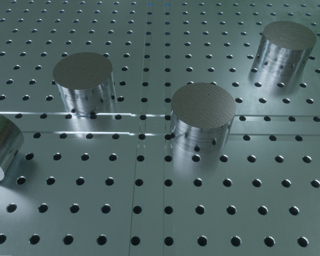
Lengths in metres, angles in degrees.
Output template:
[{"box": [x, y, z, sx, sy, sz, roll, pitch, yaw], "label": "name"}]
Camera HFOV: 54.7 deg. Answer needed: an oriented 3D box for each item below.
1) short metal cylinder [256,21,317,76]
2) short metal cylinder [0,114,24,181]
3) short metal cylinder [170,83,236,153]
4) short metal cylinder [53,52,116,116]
[{"box": [0.203, -0.130, 0.504, 0.081, 0.050, 0.080, 0, 50, 0], "label": "short metal cylinder"}, {"box": [-0.206, 0.020, 0.353, 0.080, 0.080, 0.050, 7, 51, 6], "label": "short metal cylinder"}, {"box": [0.054, -0.014, 0.404, 0.081, 0.050, 0.080, 1, 50, 0], "label": "short metal cylinder"}, {"box": [-0.106, -0.064, 0.444, 0.081, 0.050, 0.080, 0, 50, 0], "label": "short metal cylinder"}]
